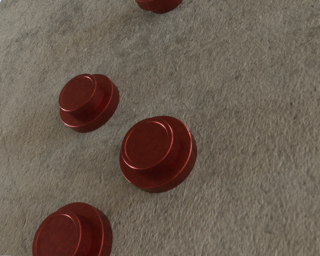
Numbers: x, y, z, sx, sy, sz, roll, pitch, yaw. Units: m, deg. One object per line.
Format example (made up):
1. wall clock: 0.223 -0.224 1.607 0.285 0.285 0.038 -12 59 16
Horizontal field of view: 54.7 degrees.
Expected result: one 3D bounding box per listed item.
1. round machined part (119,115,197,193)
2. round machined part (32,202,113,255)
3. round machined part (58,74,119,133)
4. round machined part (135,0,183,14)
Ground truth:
1. round machined part: -0.008 0.026 0.380 0.098 0.042 0.098 -13 56 20
2. round machined part: -0.109 0.135 0.365 0.098 0.042 0.098 -13 56 20
3. round machined part: -0.116 -0.045 0.479 0.098 0.042 0.098 -13 56 20
4. round machined part: 0.005 -0.237 0.535 0.098 0.042 0.098 -13 56 20
